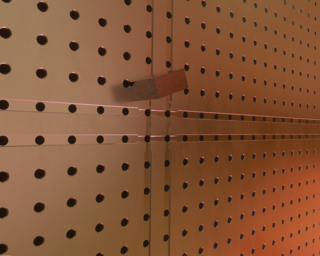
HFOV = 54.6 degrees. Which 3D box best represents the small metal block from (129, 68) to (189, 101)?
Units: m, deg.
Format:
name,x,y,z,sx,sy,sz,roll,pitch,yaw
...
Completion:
name,x,y,z,sx,sy,sz,roll,pitch,yaw
small metal block,-0.002,-0.054,0.390,0.050,0.050,0.025,-25,106,-37
